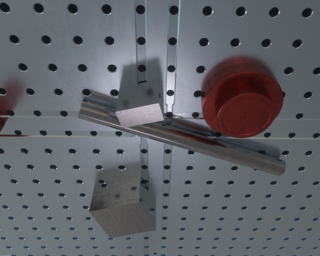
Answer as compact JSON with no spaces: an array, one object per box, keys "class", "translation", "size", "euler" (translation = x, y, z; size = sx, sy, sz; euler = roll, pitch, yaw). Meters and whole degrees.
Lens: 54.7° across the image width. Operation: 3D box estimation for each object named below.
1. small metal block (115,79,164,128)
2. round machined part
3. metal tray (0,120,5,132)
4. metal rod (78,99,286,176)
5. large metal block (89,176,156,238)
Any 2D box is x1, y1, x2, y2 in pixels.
[{"class":"small metal block","translation":[-0.023,-0.030,0.370],"size":[0.050,0.050,0.025],"euler":[-11,129,9]},{"class":"round machined part","translation":[0.101,-0.026,0.380],"size":[0.099,0.042,0.097],"euler":[0,130,0]},{"class":"metal tray","translation":[-0.262,0.046,0.405],"size":[0.030,0.090,0.130],"euler":[37,121,-27]},{"class":"metal rod","translation":[0.040,0.018,0.427],"size":[0.302,0.025,0.025],"euler":[17,128,-14]},{"class":"large metal block","translation":[-0.057,0.131,0.506],"size":[0.080,0.050,0.080],"euler":[-14,129,11]}]
